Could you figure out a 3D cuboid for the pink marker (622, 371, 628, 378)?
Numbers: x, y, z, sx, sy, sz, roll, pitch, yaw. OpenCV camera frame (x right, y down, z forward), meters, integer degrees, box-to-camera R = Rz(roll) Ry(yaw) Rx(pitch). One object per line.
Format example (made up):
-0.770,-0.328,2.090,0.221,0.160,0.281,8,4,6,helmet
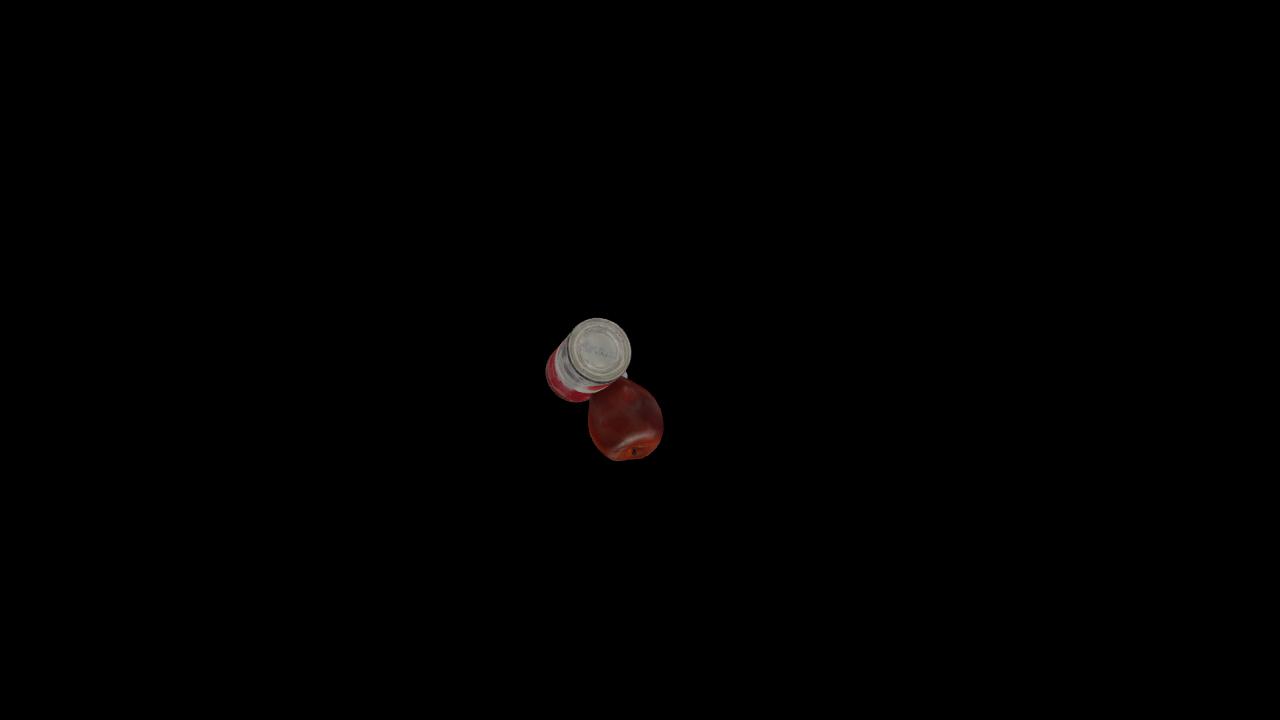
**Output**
-0.036,0.037,0.716,0.020,0.020,0.121,0,-20,-14,pink marker

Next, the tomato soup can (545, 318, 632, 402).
-0.055,0.001,0.637,0.068,0.068,0.101,0,-15,-21,tomato soup can

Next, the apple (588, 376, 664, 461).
-0.017,0.061,0.643,0.079,0.093,0.079,-15,-35,-11,apple
